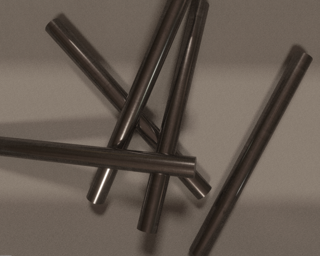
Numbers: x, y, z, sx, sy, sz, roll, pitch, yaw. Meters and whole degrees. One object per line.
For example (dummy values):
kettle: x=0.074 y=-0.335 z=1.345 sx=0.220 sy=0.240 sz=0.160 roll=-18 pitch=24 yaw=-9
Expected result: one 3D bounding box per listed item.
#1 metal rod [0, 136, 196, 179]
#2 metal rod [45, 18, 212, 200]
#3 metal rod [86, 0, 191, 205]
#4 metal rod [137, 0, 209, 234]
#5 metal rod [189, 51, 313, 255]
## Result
metal rod: x=-0.108 y=0.032 z=0.379 sx=0.301 sy=0.025 sz=0.025 roll=5 pitch=90 yaw=12
metal rod: x=-0.041 y=-0.025 z=0.410 sx=0.025 sy=0.025 sz=0.300 roll=-42 pitch=91 yaw=0
metal rod: x=-0.026 y=-0.040 z=0.379 sx=0.025 sy=0.025 sz=0.298 roll=24 pitch=101 yaw=-1
metal rod: x=0.019 y=-0.021 z=0.392 sx=0.025 sy=0.025 sz=0.299 roll=14 pitch=82 yaw=-1
metal rod: x=0.121 y=0.036 z=0.413 sx=0.025 sy=0.025 sz=0.299 roll=28 pitch=90 yaw=-1
